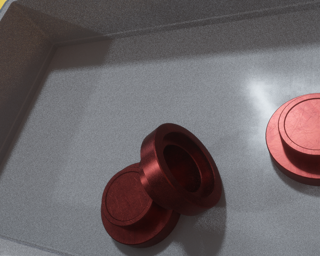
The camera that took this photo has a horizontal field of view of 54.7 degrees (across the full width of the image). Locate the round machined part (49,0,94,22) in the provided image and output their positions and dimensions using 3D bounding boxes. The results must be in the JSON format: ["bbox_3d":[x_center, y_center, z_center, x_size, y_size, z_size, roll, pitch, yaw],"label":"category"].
[{"bbox_3d":[-0.181,-0.265,0.656,0.098,0.042,0.098,-13,56,21],"label":"round machined part"}]

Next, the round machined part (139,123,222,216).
[{"bbox_3d":[0.017,0.047,0.327,0.042,0.099,0.098,-39,47,31],"label":"round machined part"}]

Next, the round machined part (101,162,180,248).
[{"bbox_3d":[-0.028,0.084,0.358,0.098,0.042,0.098,-13,56,21],"label":"round machined part"}]

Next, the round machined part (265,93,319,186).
[{"bbox_3d":[0.157,0.005,0.309,0.098,0.042,0.098,-13,56,21],"label":"round machined part"}]
